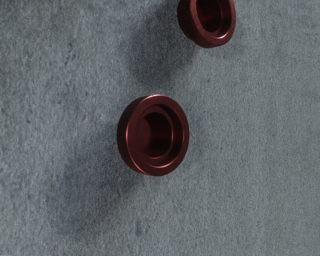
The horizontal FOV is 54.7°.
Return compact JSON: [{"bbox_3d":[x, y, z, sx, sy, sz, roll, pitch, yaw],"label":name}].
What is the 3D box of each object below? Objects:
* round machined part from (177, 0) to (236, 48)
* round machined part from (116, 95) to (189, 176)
[{"bbox_3d":[0.063,-0.164,0.449,0.099,0.042,0.097,0,90,-40],"label":"round machined part"},{"bbox_3d":[-0.013,0.009,0.385,0.099,0.042,0.097,0,90,-40],"label":"round machined part"}]
